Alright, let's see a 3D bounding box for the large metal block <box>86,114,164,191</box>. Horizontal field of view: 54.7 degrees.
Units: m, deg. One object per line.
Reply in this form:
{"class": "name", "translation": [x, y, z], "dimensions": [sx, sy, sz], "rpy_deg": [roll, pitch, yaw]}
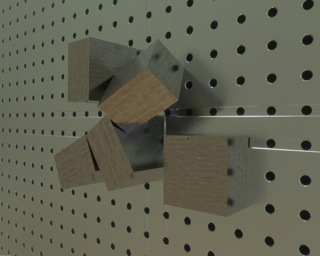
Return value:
{"class": "large metal block", "translation": [-0.037, 0.029, 0.402], "dimensions": [0.050, 0.081, 0.080], "rpy_deg": [-40, 66, 33]}

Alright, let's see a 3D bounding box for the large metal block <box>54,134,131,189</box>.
{"class": "large metal block", "translation": [-0.091, 0.047, 0.446], "dimensions": [0.080, 0.081, 0.050], "rpy_deg": [-30, 72, 36]}

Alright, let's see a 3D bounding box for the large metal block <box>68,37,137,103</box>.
{"class": "large metal block", "translation": [-0.080, -0.075, 0.435], "dimensions": [0.050, 0.081, 0.079], "rpy_deg": [2, 91, 43]}

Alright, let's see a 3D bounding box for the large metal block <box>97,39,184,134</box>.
{"class": "large metal block", "translation": [-0.021, -0.051, 0.377], "dimensions": [0.080, 0.050, 0.080], "rpy_deg": [-33, 26, 29]}

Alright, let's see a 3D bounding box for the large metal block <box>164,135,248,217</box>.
{"class": "large metal block", "translation": [0.051, 0.048, 0.350], "dimensions": [0.080, 0.050, 0.079], "rpy_deg": [0, 90, 39]}
